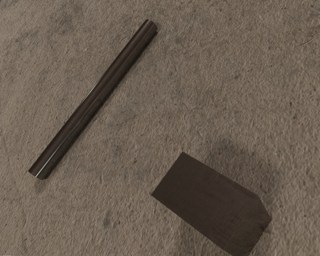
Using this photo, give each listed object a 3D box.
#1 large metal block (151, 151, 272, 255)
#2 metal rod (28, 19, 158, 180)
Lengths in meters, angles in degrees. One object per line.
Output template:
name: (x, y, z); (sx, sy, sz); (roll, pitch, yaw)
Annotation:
large metal block: (0.051, 0.076, 0.295); (0.080, 0.080, 0.050); (29, 78, 37)
metal rod: (-0.098, -0.051, 0.484); (0.025, 0.025, 0.300); (26, 76, 36)
